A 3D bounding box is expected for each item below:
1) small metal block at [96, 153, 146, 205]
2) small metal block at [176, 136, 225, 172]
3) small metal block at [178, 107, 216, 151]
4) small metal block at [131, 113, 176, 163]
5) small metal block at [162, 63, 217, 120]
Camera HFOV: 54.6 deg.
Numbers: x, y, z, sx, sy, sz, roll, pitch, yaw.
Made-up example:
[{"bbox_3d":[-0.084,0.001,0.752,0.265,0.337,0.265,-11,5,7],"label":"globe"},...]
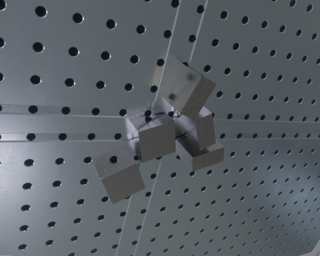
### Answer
[{"bbox_3d":[-0.053,0.069,0.425,0.050,0.025,0.050,-25,128,-13],"label":"small metal block"},{"bbox_3d":[0.056,0.031,0.444,0.050,0.050,0.025,-15,125,-20],"label":"small metal block"},{"bbox_3d":[0.049,-0.006,0.417,0.025,0.050,0.050,-24,127,-13],"label":"small metal block"},{"bbox_3d":[-0.008,0.013,0.414,0.050,0.025,0.050,-17,125,-19],"label":"small metal block"},{"bbox_3d":[0.035,-0.046,0.385,0.025,0.050,0.050,19,108,-36],"label":"small metal block"}]
